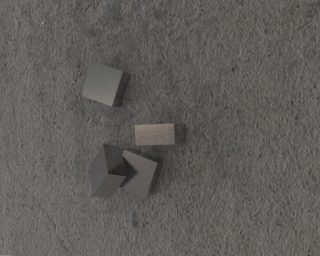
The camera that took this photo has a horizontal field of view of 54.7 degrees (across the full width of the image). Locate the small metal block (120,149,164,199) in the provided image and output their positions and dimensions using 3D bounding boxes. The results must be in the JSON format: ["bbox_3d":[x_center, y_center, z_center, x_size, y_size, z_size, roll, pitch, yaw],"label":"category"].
[{"bbox_3d":[-0.029,0.060,0.419,0.050,0.025,0.050,20,97,18],"label":"small metal block"}]

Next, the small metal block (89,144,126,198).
[{"bbox_3d":[-0.071,0.058,0.414,0.050,0.025,0.050,-53,38,32],"label":"small metal block"}]

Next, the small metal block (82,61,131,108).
[{"bbox_3d":[-0.075,-0.061,0.435,0.050,0.025,0.050,20,97,18],"label":"small metal block"}]

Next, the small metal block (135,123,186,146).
[{"bbox_3d":[0.002,0.008,0.395,0.050,0.050,0.025,-3,89,20],"label":"small metal block"}]
